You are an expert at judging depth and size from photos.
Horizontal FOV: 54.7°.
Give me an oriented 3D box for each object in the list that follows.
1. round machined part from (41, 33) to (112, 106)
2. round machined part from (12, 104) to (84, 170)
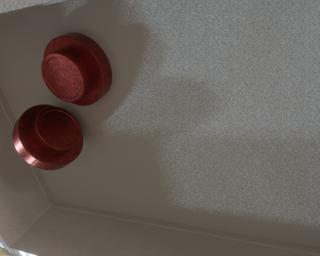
[{"bbox_3d":[-0.117,-0.073,0.414,0.098,0.042,0.097,13,124,21],"label":"round machined part"},{"bbox_3d":[-0.155,0.008,0.448,0.042,0.098,0.098,-33,100,38],"label":"round machined part"}]
